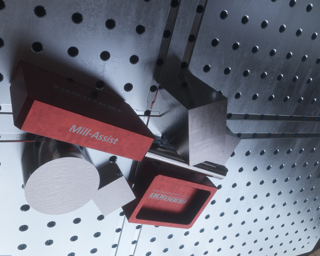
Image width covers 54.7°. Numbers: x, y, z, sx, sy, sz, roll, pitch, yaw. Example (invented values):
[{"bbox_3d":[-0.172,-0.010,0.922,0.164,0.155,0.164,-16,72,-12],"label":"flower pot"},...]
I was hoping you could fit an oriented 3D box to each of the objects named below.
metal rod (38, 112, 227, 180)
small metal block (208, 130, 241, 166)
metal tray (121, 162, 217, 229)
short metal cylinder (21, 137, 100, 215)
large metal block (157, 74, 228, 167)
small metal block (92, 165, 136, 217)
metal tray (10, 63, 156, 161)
[{"bbox_3d":[-0.013,0.030,0.422,0.302,0.025,0.025,21,107,-36],"label":"metal rod"},{"bbox_3d":[0.088,0.026,0.475,0.050,0.025,0.050,18,109,-35],"label":"small metal block"},{"bbox_3d":[0.017,0.110,0.484,0.131,0.030,0.090,20,108,-36],"label":"metal tray"},{"bbox_3d":[-0.117,0.054,0.363,0.081,0.050,0.079,-14,124,-21],"label":"short metal cylinder"},{"bbox_3d":[0.039,-0.012,0.391,0.050,0.080,0.079,-17,126,-19],"label":"large metal block"},{"bbox_3d":[-0.068,0.087,0.429,0.050,0.025,0.050,-29,128,-10],"label":"small metal block"},{"bbox_3d":[-0.078,-0.015,0.316,0.131,0.090,0.030,20,108,-36],"label":"metal tray"}]
